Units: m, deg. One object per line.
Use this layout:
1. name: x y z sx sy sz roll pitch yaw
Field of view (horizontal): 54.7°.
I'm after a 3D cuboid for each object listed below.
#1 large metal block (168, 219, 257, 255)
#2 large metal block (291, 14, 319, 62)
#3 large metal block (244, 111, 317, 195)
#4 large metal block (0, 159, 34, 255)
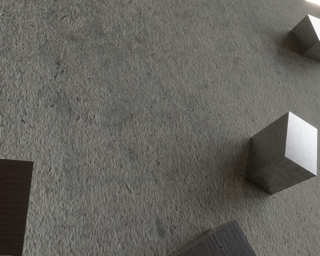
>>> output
1. large metal block: 0.059 0.155 0.325 0.081 0.050 0.080 -17 71 -35
2. large metal block: 0.356 -0.200 0.701 0.081 0.050 0.080 9 58 -24
3. large metal block: 0.170 0.037 0.437 0.050 0.080 0.080 31 52 -9
4. large metal block: -0.156 0.071 0.260 0.081 0.050 0.080 9 58 -24
